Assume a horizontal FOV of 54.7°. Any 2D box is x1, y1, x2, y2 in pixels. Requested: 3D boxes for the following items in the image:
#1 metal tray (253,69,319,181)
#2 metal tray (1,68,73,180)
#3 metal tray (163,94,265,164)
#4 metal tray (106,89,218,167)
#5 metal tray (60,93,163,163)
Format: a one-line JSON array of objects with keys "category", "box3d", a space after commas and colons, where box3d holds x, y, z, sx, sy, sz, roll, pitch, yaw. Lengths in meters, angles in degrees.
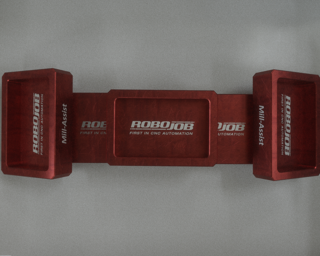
[{"category": "metal tray", "box3d": [0.160, -0.003, 0.389, 0.091, 0.030, 0.129, 0, 90, -28]}, {"category": "metal tray", "box3d": [-0.155, -0.005, 0.388, 0.090, 0.030, 0.129, 1, 90, 25]}, {"category": "metal tray", "box3d": [0.069, 0.001, 0.408, 0.131, 0.030, 0.089, 0, 90, 0]}, {"category": "metal tray", "box3d": [0.003, 0.000, 0.377, 0.131, 0.030, 0.089, 1, 89, 0]}, {"category": "metal tray", "box3d": [-0.062, 0.000, 0.408, 0.131, 0.030, 0.089, 0, 90, 0]}]
